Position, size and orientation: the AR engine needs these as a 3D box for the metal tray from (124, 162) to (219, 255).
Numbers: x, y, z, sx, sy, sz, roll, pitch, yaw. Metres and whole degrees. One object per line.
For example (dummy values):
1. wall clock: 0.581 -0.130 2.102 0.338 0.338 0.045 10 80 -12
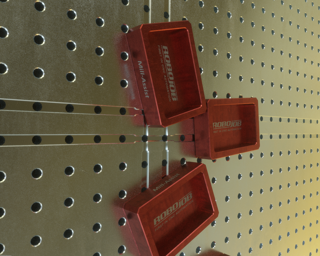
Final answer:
1. metal tray: 0.022 0.114 0.426 0.131 0.030 0.089 -28 108 -37

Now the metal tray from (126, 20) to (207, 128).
1. metal tray: 0.013 -0.074 0.418 0.091 0.030 0.129 -20 103 -38

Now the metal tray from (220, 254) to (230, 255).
1. metal tray: 0.089 0.277 0.484 0.091 0.030 0.129 -5 94 -40

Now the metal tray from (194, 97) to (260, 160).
1. metal tray: 0.111 -0.003 0.501 0.131 0.030 0.089 -6 94 -40
